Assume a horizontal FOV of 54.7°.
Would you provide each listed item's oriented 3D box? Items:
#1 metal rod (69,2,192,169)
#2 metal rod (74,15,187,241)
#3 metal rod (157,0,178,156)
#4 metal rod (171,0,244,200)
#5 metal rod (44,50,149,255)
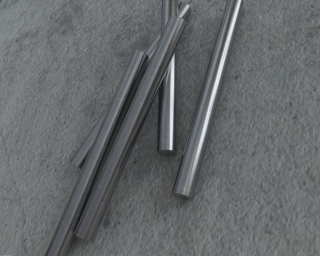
[{"bbox_3d":[-0.037,-0.070,0.464,0.025,0.025,0.300,22,73,36],"label":"metal rod"},{"bbox_3d":[-0.034,-0.006,0.392,0.025,0.025,0.299,17,80,34],"label":"metal rod"},{"bbox_3d":[0.013,-0.106,0.439,0.025,0.025,0.299,-9,64,23],"label":"metal rod"},{"bbox_3d":[0.068,-0.055,0.401,0.025,0.025,0.300,5,64,30],"label":"metal rod"},{"bbox_3d":[-0.079,0.030,0.408,0.025,0.025,0.299,11,72,32],"label":"metal rod"}]
